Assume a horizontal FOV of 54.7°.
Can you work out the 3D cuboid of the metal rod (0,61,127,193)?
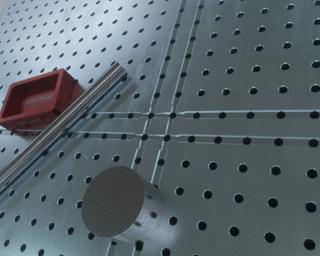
[{"bbox_3d":[-0.170,0.006,0.494,0.300,0.025,0.025,-44,51,-3],"label":"metal rod"}]

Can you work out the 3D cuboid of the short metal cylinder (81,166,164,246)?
[{"bbox_3d":[-0.042,0.090,0.359,0.080,0.050,0.080,-13,56,21],"label":"short metal cylinder"}]

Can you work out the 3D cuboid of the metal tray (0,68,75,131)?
[{"bbox_3d":[-0.220,-0.049,0.551,0.130,0.030,0.090,-10,57,22],"label":"metal tray"}]
